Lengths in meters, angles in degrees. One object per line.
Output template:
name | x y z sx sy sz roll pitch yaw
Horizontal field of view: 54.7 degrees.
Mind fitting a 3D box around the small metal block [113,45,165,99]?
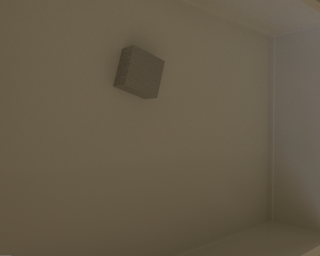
small metal block | -0.025 -0.068 0.387 0.050 0.025 0.050 19 78 -39
